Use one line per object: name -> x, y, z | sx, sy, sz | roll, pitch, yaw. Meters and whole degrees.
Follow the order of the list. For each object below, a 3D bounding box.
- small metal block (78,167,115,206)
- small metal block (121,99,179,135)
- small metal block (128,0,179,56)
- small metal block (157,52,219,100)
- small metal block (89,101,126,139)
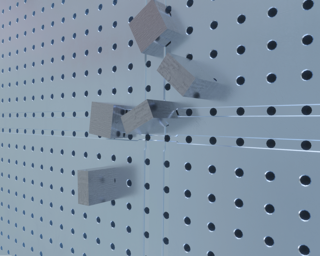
small metal block -> -0.096, 0.087, 0.470 | 0.025, 0.050, 0.050 | -2, 89, 40
small metal block -> -0.013, -0.013, 0.402 | 0.050, 0.050, 0.025 | -30, 71, 35
small metal block -> -0.009, -0.133, 0.415 | 0.050, 0.025, 0.050 | -35, 69, 34
small metal block -> 0.033, -0.060, 0.364 | 0.050, 0.050, 0.025 | 49, 119, 28
small metal block -> -0.081, -0.013, 0.473 | 0.050, 0.025, 0.050 | 11, 97, 39
